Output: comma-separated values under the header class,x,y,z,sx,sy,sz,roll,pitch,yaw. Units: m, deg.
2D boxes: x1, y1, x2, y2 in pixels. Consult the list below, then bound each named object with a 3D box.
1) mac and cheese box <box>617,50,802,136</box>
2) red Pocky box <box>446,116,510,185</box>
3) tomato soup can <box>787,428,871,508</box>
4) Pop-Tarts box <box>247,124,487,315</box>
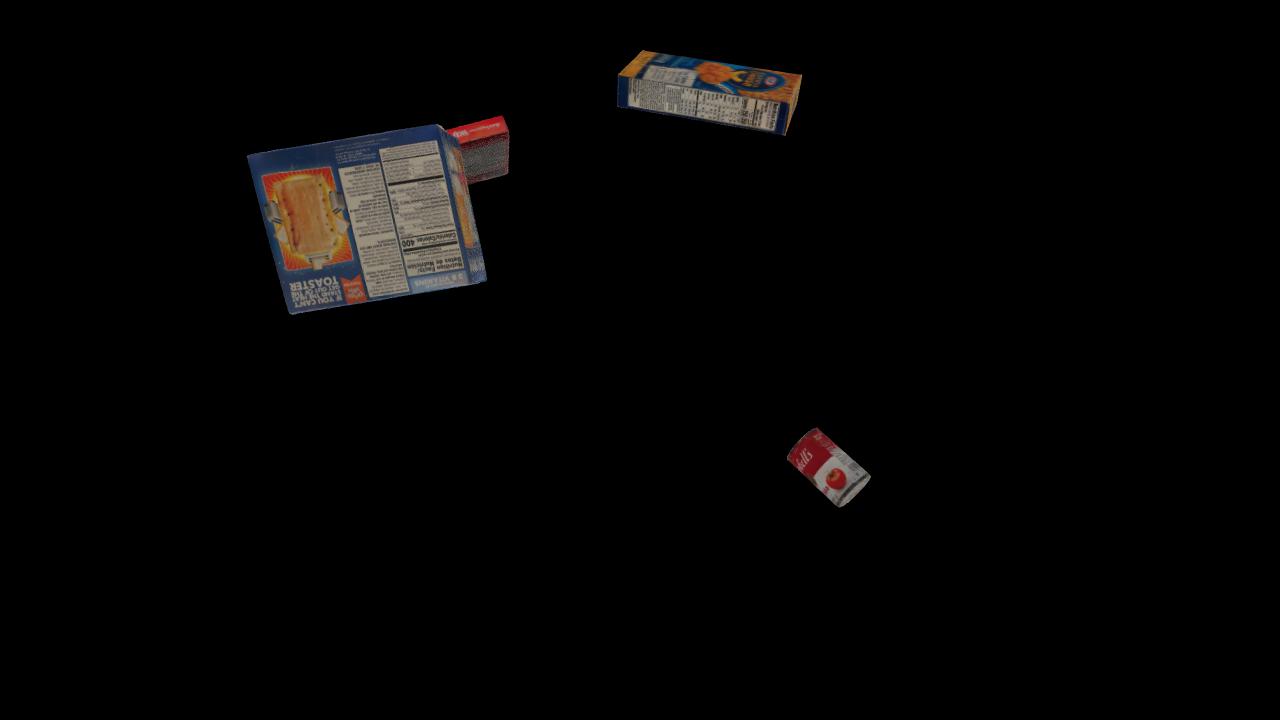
class,x,y,z,sx,sy,sz,roll,pitch,yaw
mac and cheese box,0.075,-0.292,0.666,0.184,0.041,0.093,14,43,11
red Pocky box,-0.230,-0.295,0.880,0.083,0.028,0.155,-19,0,-14
tomato soup can,0.276,0.157,0.900,0.101,0.068,0.068,45,25,29
Pop-Tarts box,-0.243,-0.127,0.570,0.167,0.141,0.083,-9,10,1
